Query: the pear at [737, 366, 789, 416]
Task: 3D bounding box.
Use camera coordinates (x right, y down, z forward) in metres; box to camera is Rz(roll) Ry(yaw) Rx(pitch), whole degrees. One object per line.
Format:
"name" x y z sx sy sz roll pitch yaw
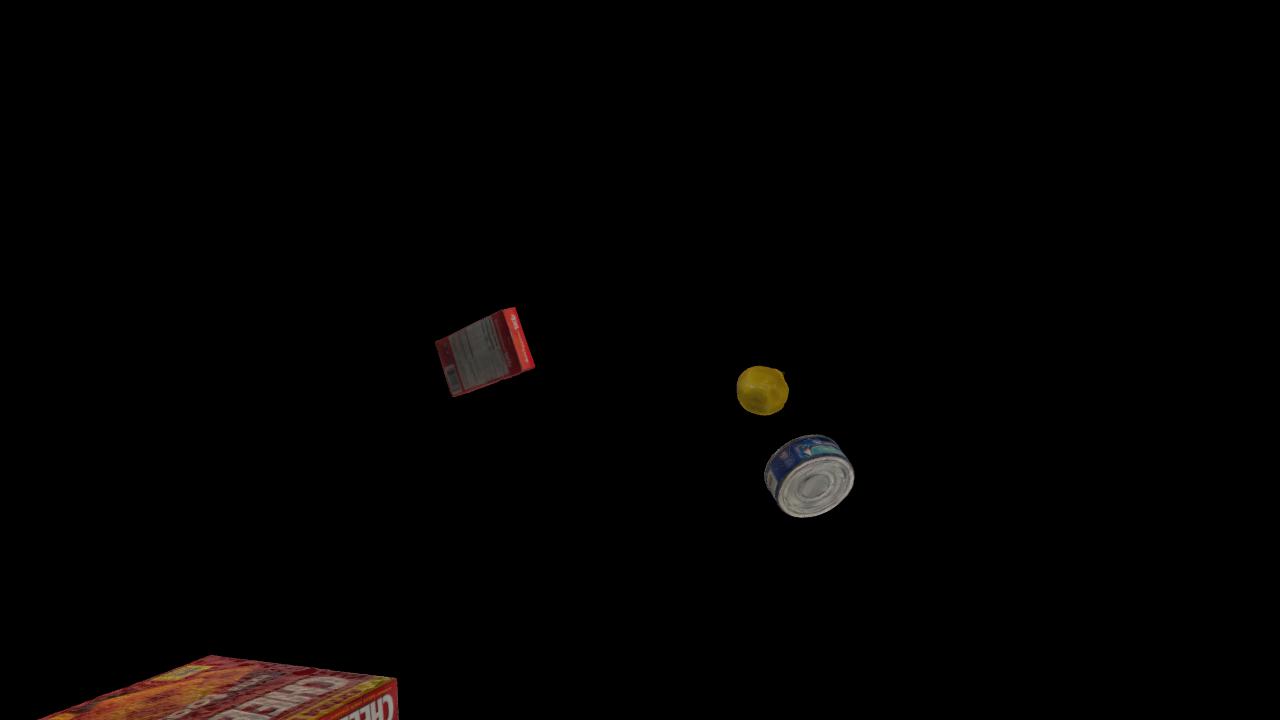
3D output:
"pear" 0.196 0.035 0.958 0.080 0.080 0.111 0 28 25

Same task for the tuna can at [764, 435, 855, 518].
"tuna can" 0.170 0.118 0.616 0.084 0.084 0.034 0 30 -13

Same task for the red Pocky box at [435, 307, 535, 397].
"red Pocky box" -0.205 -0.007 0.803 0.155 0.083 0.028 -18 -1 38

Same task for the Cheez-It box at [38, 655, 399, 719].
"Cheez-It box" -0.298 0.262 0.401 0.223 0.071 0.166 -8 -6 25
